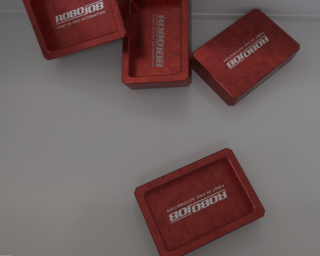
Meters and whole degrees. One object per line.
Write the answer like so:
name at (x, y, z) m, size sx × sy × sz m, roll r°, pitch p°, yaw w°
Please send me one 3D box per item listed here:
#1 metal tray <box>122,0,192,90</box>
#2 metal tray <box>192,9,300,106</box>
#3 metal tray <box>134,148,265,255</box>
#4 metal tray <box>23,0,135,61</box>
metal tray at (-0.004, -0.121, 0.425) m, size 0.090 × 0.030 × 0.129 m, roll -1°, pitch 82°, yaw 13°
metal tray at (0.121, -0.104, 0.445) m, size 0.130 × 0.030 × 0.090 m, roll -37°, pitch 74°, yaw -13°
metal tray at (0.046, 0.091, 0.373) m, size 0.131 × 0.030 × 0.090 m, roll -23°, pitch 72°, yaw -8°
metal tray at (-0.108, -0.150, 0.411) m, size 0.130 × 0.030 × 0.089 m, roll -10°, pitch 106°, yaw 21°
